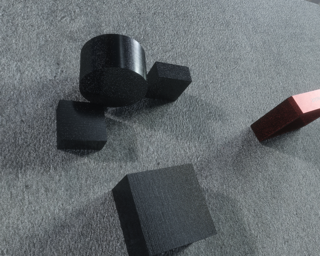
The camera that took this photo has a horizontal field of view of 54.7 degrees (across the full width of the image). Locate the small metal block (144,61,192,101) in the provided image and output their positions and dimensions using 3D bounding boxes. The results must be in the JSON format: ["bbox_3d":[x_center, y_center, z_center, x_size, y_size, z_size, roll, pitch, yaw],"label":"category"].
[{"bbox_3d":[0.009,-0.064,0.431,0.050,0.050,0.025,4,60,-26],"label":"small metal block"}]

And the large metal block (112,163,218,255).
[{"bbox_3d":[0.003,0.090,0.334,0.081,0.050,0.080,-5,64,-31],"label":"large metal block"}]

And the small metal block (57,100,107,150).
[{"bbox_3d":[-0.091,-0.003,0.356,0.050,0.025,0.050,3,60,-27],"label":"small metal block"}]

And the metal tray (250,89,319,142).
[{"bbox_3d":[0.219,-0.023,0.493,0.131,0.090,0.030,-13,69,-34],"label":"metal tray"}]

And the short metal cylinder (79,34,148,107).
[{"bbox_3d":[-0.057,-0.068,0.379,0.081,0.080,0.050,8,58,-24],"label":"short metal cylinder"}]
